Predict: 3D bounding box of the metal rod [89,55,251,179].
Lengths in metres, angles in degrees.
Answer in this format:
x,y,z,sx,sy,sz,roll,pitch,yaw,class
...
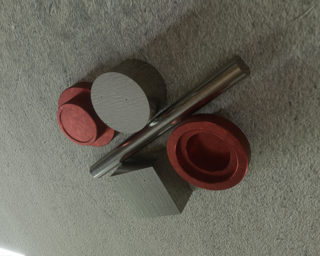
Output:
x,y,z,sx,sy,sz,roll,pitch,yaw,class
-0.009,0.003,0.416,0.025,0.025,0.299,49,128,-7,metal rod

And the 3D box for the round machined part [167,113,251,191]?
x,y,z,sx,sy,sz,roll,pitch,yaw,class
0.062,0.025,0.380,0.098,0.042,0.097,13,124,21,round machined part

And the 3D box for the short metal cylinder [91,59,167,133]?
x,y,z,sx,sy,sz,roll,pitch,yaw,class
-0.038,-0.040,0.387,0.080,0.050,0.079,13,124,21,short metal cylinder

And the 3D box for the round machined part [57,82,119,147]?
x,y,z,sx,sy,sz,roll,pitch,yaw,class
-0.107,-0.013,0.445,0.098,0.042,0.097,13,124,21,round machined part

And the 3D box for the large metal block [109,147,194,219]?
x,y,z,sx,sy,sz,roll,pitch,yaw,class
-0.011,0.081,0.449,0.080,0.050,0.080,-18,109,35,large metal block
